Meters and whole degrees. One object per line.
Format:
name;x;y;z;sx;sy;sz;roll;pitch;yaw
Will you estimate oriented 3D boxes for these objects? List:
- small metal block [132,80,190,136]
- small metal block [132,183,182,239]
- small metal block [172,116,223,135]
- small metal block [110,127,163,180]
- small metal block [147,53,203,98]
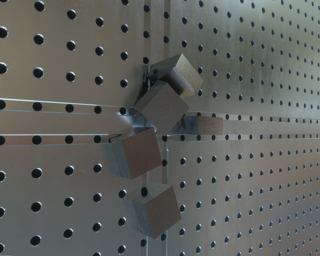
small metal block;0.002;-0.026;0.403;0.050;0.025;0.050;-49;121;-7
small metal block;-0.003;0.108;0.409;0.050;0.025;0.050;-25;106;-37
small metal block;0.053;-0.003;0.440;0.050;0.050;0.025;2;89;-40
small metal block;-0.029;0.030;0.387;0.050;0.025;0.050;-22;104;-38
small metal block;0.020;-0.065;0.409;0.050;0.050;0.025;46;52;-31
